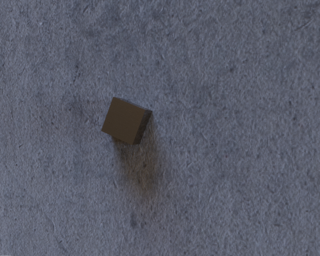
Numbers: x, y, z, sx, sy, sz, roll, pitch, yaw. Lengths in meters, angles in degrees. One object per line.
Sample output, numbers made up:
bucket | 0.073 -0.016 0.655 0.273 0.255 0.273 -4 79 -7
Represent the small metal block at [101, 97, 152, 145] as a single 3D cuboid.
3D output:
small metal block | -0.046 -0.010 0.424 0.050 0.025 0.050 23 97 18
